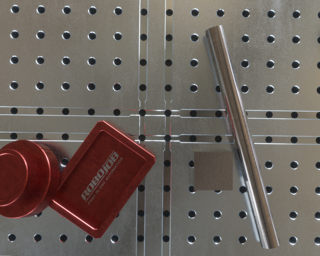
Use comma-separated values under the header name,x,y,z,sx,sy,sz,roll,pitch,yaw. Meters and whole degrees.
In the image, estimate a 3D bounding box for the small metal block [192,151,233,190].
name,x,y,z,sx,sy,sz,roll,pitch,yaw
small metal block,0.070,0.056,0.414,0.050,0.025,0.050,0,90,-1

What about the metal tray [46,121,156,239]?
name,x,y,z,sx,sy,sz,roll,pitch,yaw
metal tray,-0.078,0.066,0.409,0.090,0.030,0.130,36,90,-1

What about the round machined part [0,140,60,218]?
name,x,y,z,sx,sy,sz,roll,pitch,yaw
round machined part,-0.179,0.062,0.386,0.098,0.042,0.098,-4,77,17

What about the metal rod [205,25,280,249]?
name,x,y,z,sx,sy,sz,roll,pitch,yaw
metal rod,0.110,0.012,0.414,0.025,0.025,0.298,-15,90,0
